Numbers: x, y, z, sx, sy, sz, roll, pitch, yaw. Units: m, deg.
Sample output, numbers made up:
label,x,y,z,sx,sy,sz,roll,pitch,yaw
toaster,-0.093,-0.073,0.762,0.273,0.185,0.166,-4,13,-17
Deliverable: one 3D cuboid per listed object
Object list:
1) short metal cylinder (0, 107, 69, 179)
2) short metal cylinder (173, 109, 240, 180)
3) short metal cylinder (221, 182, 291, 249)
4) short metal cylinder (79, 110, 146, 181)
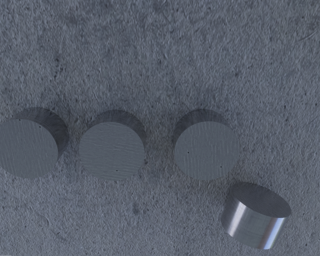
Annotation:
label,x,y,z,sx,sy,sz,roll,pitch,yaw
short metal cylinder,-0.165,0.018,0.402,0.081,0.050,0.079,0,110,0
short metal cylinder,0.058,0.021,0.404,0.081,0.050,0.079,0,110,0
short metal cylinder,0.130,0.118,0.425,0.080,0.080,0.050,13,110,-5
short metal cylinder,-0.059,0.021,0.404,0.081,0.050,0.079,0,110,0
